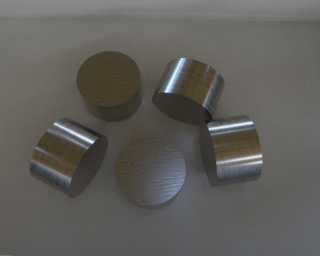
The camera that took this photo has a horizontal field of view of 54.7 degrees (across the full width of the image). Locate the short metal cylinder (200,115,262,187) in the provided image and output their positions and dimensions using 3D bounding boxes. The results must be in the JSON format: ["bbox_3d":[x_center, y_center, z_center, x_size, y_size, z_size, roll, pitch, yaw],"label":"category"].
[{"bbox_3d":[0.081,0.027,0.370,0.050,0.080,0.080,-8,70,-3],"label":"short metal cylinder"}]

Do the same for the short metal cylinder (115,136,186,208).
[{"bbox_3d":[-0.011,0.055,0.374,0.081,0.050,0.080,0,70,0],"label":"short metal cylinder"}]

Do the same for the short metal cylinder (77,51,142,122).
[{"bbox_3d":[-0.065,-0.055,0.414,0.081,0.050,0.080,0,70,0],"label":"short metal cylinder"}]

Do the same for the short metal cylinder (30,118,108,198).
[{"bbox_3d":[-0.104,0.034,0.364,0.050,0.080,0.080,26,72,9],"label":"short metal cylinder"}]

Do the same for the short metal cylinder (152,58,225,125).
[{"bbox_3d":[0.036,-0.044,0.397,0.080,0.080,0.050,20,71,7],"label":"short metal cylinder"}]
